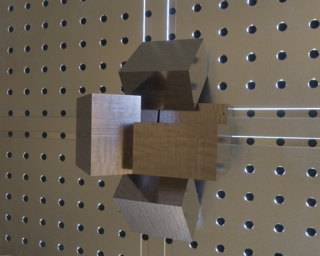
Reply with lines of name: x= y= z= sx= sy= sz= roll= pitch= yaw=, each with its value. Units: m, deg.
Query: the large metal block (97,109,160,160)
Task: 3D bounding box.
large metal block: x=-0.035 y=0.006 z=0.412 sx=0.080 sy=0.050 sz=0.080 roll=7 pitch=93 yaw=20

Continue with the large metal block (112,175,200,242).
large metal block: x=0.000 y=0.091 z=0.378 sx=0.080 sy=0.050 sz=0.080 roll=2 pitch=136 yaw=20

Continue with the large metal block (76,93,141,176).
large metal block: x=-0.060 y=0.006 z=0.343 sx=0.050 sy=0.080 sz=0.080 roll=1 pitch=91 yaw=-25

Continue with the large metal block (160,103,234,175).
large metal block: x=0.045 y=0.011 z=0.383 sx=0.080 sy=0.050 sz=0.080 roll=3 pitch=91 yaw=20

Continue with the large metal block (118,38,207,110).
large metal block: x=0.008 y=-0.066 z=0.373 sx=0.080 sy=0.080 sz=0.050 roll=2 pitch=129 yaw=20

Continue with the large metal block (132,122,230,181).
large metal block: x=0.026 y=0.020 z=0.321 sx=0.080 sy=0.080 sz=0.050 roll=2 pitch=91 yaw=20
